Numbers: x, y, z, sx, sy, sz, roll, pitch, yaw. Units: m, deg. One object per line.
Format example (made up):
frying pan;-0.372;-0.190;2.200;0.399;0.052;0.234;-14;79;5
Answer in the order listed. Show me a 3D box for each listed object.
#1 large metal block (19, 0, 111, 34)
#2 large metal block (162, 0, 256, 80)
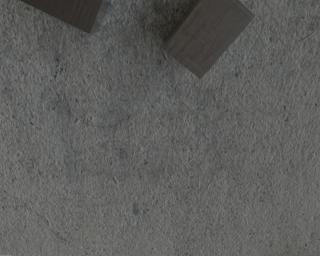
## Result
large metal block;-0.094;-0.159;0.337;0.080;0.050;0.080;24;108;-9
large metal block;0.047;-0.108;0.341;0.050;0.080;0.080;37;106;-13
